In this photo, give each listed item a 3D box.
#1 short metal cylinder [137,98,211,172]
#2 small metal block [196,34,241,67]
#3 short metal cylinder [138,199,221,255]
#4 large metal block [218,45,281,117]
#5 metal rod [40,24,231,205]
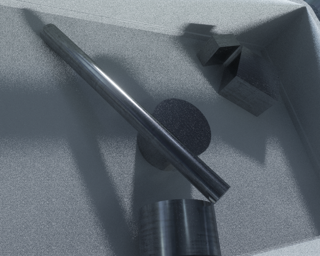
[{"bbox_3d":[0.017,0.009,0.395,0.081,0.050,0.080,14,56,-21],"label":"short metal cylinder"},{"bbox_3d":[0.099,-0.132,0.526,0.050,0.050,0.025,-15,70,-34],"label":"small metal block"},{"bbox_3d":[0.018,0.109,0.315,0.081,0.080,0.050,10,58,-23],"label":"short metal cylinder"},{"bbox_3d":[0.152,-0.079,0.522,0.080,0.050,0.080,29,52,-10],"label":"large metal block"},{"bbox_3d":[-0.042,-0.029,0.357,0.300,0.025,0.025,43,49,19],"label":"metal rod"}]
